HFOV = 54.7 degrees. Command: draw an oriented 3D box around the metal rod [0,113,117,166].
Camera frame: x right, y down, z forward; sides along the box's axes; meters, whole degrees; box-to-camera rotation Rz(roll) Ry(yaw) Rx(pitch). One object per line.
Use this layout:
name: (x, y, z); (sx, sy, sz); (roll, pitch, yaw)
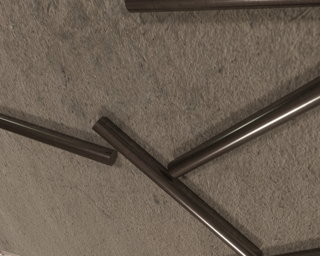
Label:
metal rod: (-0.209, 0.007, 0.518); (0.301, 0.025, 0.025); (16, 125, 18)

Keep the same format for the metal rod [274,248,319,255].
metal rod: (0.147, 0.206, 0.456); (0.299, 0.025, 0.025); (-31, 102, 37)

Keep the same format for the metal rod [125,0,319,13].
metal rod: (0.105, -0.120, 0.276); (0.301, 0.025, 0.025); (8, 122, 23)

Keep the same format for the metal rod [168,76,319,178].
metal rod: (0.117, -0.009, 0.338); (0.299, 0.025, 0.025); (-35, 99, 38)

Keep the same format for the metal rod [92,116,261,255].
metal rod: (0.024, 0.090, 0.448); (0.300, 0.025, 0.025); (41, 129, -1)
